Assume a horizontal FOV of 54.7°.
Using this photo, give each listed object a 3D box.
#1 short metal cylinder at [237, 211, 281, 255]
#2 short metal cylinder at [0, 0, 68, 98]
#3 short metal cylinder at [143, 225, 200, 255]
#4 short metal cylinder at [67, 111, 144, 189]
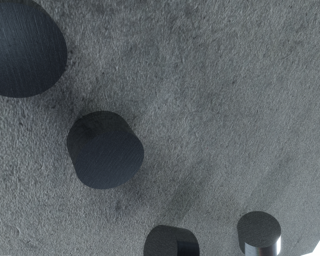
[{"bbox_3d":[0.195,0.212,0.608,0.080,0.080,0.050,-25,128,-13],"label":"short metal cylinder"},{"bbox_3d":[-0.128,-0.073,0.275,0.081,0.050,0.079,-14,124,-21],"label":"short metal cylinder"},{"bbox_3d":[0.018,0.203,0.507,0.050,0.080,0.080,23,106,-37],"label":"short metal cylinder"},{"bbox_3d":[-0.066,0.026,0.371,0.081,0.050,0.079,-14,124,-21],"label":"short metal cylinder"}]
